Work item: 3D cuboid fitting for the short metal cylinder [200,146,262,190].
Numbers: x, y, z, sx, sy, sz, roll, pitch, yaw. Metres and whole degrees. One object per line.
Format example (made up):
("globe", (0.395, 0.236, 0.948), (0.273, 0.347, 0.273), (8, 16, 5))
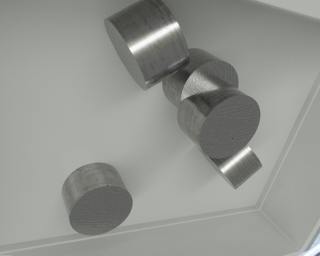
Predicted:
("short metal cylinder", (0.104, 0.044, 0.460), (0.050, 0.080, 0.080), (-40, 130, -1))

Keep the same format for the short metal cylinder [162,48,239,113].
("short metal cylinder", (0.050, -0.054, 0.388), (0.081, 0.050, 0.079), (-14, 125, -21))

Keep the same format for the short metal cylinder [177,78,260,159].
("short metal cylinder", (0.067, -0.011, 0.359), (0.081, 0.050, 0.079), (-14, 125, -21))

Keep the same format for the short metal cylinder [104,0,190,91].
("short metal cylinder", (-0.014, -0.085, 0.314), (0.050, 0.080, 0.080), (-32, 129, -8))

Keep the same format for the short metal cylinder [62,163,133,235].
("short metal cylinder", (-0.083, 0.092, 0.406), (0.081, 0.050, 0.079), (-14, 125, -21))
